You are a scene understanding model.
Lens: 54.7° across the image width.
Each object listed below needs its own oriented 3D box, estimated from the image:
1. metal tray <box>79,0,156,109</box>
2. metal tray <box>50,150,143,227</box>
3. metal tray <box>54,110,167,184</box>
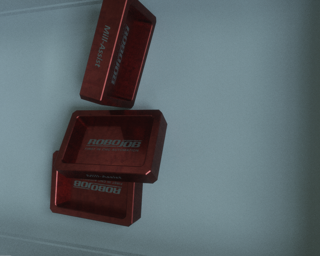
[{"bbox_3d":[-0.049,-0.093,0.392,0.030,0.090,0.129,17,96,19],"label":"metal tray"},{"bbox_3d":[-0.090,0.081,0.438,0.130,0.030,0.089,4,91,19],"label":"metal tray"},{"bbox_3d":[-0.062,0.021,0.404,0.130,0.030,0.090,1,59,17],"label":"metal tray"}]
